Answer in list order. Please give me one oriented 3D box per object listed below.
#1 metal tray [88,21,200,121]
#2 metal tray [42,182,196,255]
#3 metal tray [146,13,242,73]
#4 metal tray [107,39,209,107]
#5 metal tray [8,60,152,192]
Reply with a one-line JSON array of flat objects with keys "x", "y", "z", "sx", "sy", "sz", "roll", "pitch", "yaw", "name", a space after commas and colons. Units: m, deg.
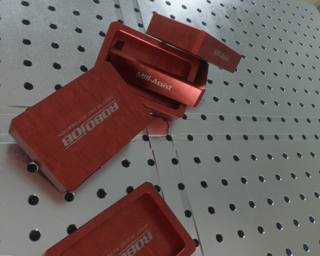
[{"x": -0.020, "y": -0.074, "z": 0.417, "sx": 0.131, "sy": 0.030, "sz": 0.090, "roll": 21, "pitch": 79, "yaw": -17, "name": "metal tray"}, {"x": -0.036, "y": 0.125, "z": 0.310, "sx": 0.131, "sy": 0.030, "sz": 0.090, "roll": -30, "pitch": 78, "yaw": -38, "name": "metal tray"}, {"x": 0.053, "y": -0.121, "z": 0.450, "sx": 0.090, "sy": 0.030, "sz": 0.131, "roll": 33, "pitch": 16, "yaw": 32, "name": "metal tray"}, {"x": 0.001, "y": -0.086, "z": 0.431, "sx": 0.131, "sy": 0.030, "sz": 0.090, "roll": 22, "pitch": 37, "yaw": -4, "name": "metal tray"}, {"x": -0.081, "y": -0.005, "z": 0.342, "sx": 0.131, "sy": 0.030, "sz": 0.090, "roll": -43, "pitch": 100, "yaw": -32, "name": "metal tray"}]
